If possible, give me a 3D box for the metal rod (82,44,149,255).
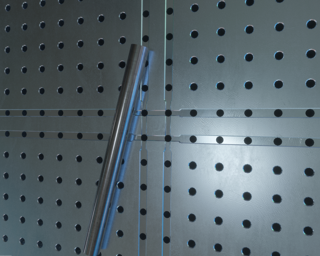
[{"bbox_3d":[-0.063,0.033,0.433,0.025,0.025,0.298,16,95,19],"label":"metal rod"}]
